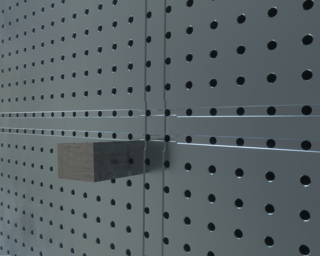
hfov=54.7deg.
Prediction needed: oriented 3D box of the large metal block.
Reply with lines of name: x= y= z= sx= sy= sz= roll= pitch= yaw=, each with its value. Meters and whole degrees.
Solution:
large metal block: x=-0.088 y=0.045 z=0.444 sx=0.080 sy=0.081 sz=0.050 roll=-3 pitch=88 yaw=39
